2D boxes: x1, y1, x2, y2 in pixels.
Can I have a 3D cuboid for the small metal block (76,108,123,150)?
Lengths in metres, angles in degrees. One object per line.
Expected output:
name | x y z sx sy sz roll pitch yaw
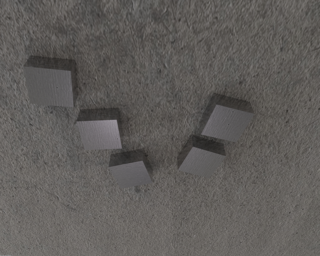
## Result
small metal block | -0.077 0.002 0.408 0.050 0.025 0.050 -3 130 2

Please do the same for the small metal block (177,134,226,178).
small metal block | 0.058 0.041 0.443 0.050 0.025 0.050 17 128 -14

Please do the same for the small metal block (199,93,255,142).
small metal block | 0.084 -0.012 0.397 0.050 0.025 0.050 13 129 -11

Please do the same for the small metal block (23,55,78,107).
small metal block | -0.125 -0.053 0.360 0.050 0.025 0.050 5 130 -5

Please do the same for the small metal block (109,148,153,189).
small metal block | -0.042 0.061 0.458 0.050 0.025 0.050 -12 129 9
